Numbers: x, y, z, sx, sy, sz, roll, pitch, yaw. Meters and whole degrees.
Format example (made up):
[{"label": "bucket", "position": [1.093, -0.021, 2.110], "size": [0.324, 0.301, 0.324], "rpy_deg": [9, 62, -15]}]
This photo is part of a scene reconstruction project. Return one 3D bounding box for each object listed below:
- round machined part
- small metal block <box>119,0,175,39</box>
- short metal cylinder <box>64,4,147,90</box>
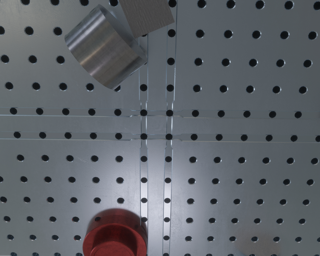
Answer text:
[{"label": "round machined part", "position": [-0.069, 0.187, 0.472], "size": [0.099, 0.042, 0.097], "rpy_deg": [0, 110, 0]}, {"label": "small metal block", "position": [-0.015, -0.139, 0.362], "size": [0.050, 0.025, 0.050], "rpy_deg": [-21, 109, 7]}, {"label": "short metal cylinder", "position": [-0.059, -0.090, 0.350], "size": [0.050, 0.080, 0.080], "rpy_deg": [-38, 106, 13]}]
